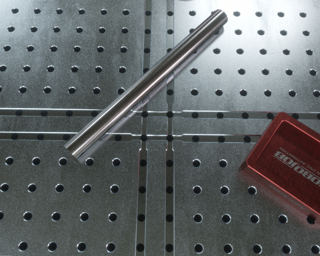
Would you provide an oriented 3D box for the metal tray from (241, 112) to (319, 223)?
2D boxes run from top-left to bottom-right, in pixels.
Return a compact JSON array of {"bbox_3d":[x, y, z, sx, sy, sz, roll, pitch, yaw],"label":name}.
[{"bbox_3d":[0.182,0.051,0.391,0.130,0.030,0.090,35,74,12],"label":"metal tray"}]

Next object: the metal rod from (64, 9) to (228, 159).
[{"bbox_3d":[-0.011,-0.070,0.436,0.025,0.025,0.301,42,75,14],"label":"metal rod"}]
